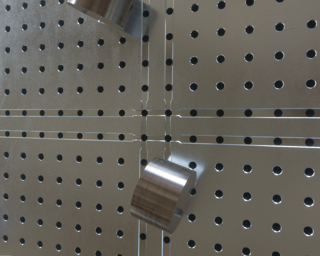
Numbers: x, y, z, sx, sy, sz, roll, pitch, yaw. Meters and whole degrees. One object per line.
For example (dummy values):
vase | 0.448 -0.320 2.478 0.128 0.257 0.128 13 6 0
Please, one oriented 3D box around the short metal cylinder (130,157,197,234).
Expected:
short metal cylinder | 0.006 0.081 0.381 0.050 0.080 0.080 20 97 18

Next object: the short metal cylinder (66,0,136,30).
short metal cylinder | -0.075 -0.171 0.409 0.080 0.080 0.050 27 99 17
